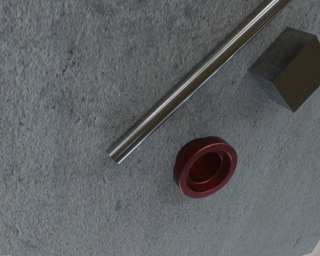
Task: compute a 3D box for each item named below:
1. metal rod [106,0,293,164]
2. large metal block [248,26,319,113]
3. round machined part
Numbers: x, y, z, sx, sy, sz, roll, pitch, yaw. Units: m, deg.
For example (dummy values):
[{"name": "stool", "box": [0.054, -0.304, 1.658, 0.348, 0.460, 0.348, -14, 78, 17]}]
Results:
[{"name": "metal rod", "box": [0.049, -0.066, 0.392, 0.300, 0.025, 0.025, -43, 130, 2]}, {"name": "large metal block", "box": [0.187, -0.082, 0.442, 0.080, 0.050, 0.080, -48, 129, 6]}, {"name": "round machined part", "box": [0.063, 0.054, 0.464, 0.099, 0.042, 0.097, -14, 124, -21]}]
